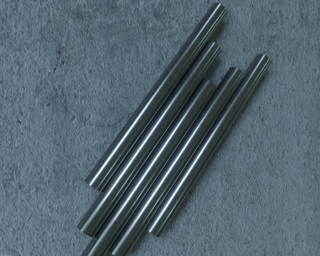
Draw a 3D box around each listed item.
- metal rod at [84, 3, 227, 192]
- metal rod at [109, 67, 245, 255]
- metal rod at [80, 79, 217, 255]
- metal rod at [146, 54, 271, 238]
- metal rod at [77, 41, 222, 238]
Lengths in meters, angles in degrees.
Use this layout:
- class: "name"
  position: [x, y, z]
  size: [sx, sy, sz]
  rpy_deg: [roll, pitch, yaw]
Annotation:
- class: "metal rod"
  position: [0.001, -0.049, 0.412]
  size: [0.025, 0.025, 0.300]
  rpy_deg: [38, 78, -16]
- class: "metal rod"
  position: [0.029, 0.039, 0.422]
  size: [0.025, 0.025, 0.300]
  rpy_deg: [38, 78, -16]
- class: "metal rod"
  position: [-0.014, 0.059, 0.406]
  size: [0.025, 0.025, 0.300]
  rpy_deg: [38, 78, -16]
- class: "metal rod"
  position: [0.073, 0.017, 0.438]
  size: [0.025, 0.025, 0.300]
  rpy_deg: [38, 78, -16]
- class: "metal rod"
  position: [-0.007, 0.006, 0.409]
  size: [0.025, 0.025, 0.300]
  rpy_deg: [38, 78, -16]
